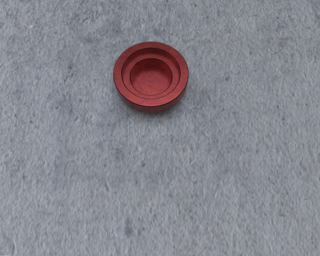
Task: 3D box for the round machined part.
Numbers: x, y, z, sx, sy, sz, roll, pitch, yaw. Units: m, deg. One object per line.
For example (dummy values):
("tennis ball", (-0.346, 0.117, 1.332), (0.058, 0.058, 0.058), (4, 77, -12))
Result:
("round machined part", (-0.012, -0.065, 0.423), (0.099, 0.042, 0.098), (0, 70, -1))
